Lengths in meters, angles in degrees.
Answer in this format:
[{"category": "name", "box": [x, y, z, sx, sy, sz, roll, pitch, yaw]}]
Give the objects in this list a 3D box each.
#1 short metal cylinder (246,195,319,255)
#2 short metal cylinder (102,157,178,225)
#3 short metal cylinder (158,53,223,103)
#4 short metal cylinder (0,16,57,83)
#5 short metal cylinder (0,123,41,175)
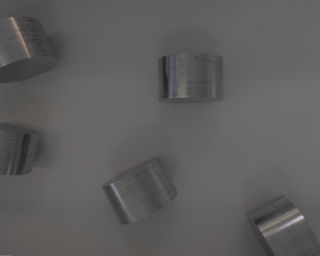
[{"category": "short metal cylinder", "box": [0.151, 0.131, 0.385, 0.050, 0.080, 0.080, -28, 90, 0]}, {"category": "short metal cylinder", "box": [-0.025, 0.076, 0.384, 0.080, 0.080, 0.050, -26, 90, 0]}, {"category": "short metal cylinder", "box": [0.037, -0.059, 0.384, 0.081, 0.080, 0.050, 0, 90, 0]}, {"category": "short metal cylinder", "box": [-0.177, -0.094, 0.382, 0.080, 0.080, 0.050, -22, 90, 0]}, {"category": "short metal cylinder", "box": [-0.195, 0.023, 0.382, 0.080, 0.080, 0.050, 13, 90, 0]}]
